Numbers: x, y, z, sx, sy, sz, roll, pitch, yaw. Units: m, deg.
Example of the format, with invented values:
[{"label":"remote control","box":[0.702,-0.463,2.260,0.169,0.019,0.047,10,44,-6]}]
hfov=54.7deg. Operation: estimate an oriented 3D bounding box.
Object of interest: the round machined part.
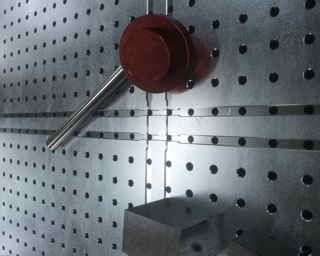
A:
[{"label":"round machined part","box":[-0.010,-0.090,0.385,0.098,0.042,0.097,10,114,24]}]

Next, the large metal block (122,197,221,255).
[{"label":"large metal block","box":[0.014,0.122,0.362,0.080,0.081,0.050,7,95,40]}]

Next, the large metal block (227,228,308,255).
[{"label":"large metal block","box":[0.108,0.159,0.304,0.080,0.050,0.079,19,102,38]}]

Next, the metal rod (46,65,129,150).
[{"label":"metal rod","box":[-0.099,-0.045,0.491,0.299,0.025,0.025,-37,68,33]}]
